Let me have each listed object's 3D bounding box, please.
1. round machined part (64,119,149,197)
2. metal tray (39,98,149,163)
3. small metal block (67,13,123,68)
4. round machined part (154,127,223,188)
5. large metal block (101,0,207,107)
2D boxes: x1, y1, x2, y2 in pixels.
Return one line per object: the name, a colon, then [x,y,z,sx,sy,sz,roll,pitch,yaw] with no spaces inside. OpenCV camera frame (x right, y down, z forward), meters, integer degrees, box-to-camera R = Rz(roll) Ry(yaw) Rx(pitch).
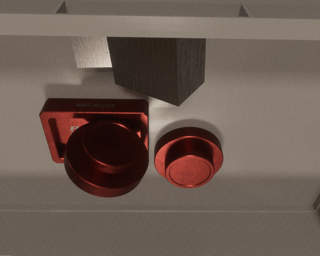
round machined part: [-0.060,0.028,0.364,0.099,0.098,0.042,15,136,-13]
metal tray: [-0.080,0.006,0.409,0.131,0.030,0.089,1,130,-1]
small metal block: [-0.065,-0.093,0.329,0.050,0.025,0.050,-1,130,0]
round machined part: [0.041,0.049,0.440,0.099,0.042,0.097,-1,130,0]
large metal block: [-0.003,-0.078,0.302,0.080,0.050,0.079,22,137,28]
